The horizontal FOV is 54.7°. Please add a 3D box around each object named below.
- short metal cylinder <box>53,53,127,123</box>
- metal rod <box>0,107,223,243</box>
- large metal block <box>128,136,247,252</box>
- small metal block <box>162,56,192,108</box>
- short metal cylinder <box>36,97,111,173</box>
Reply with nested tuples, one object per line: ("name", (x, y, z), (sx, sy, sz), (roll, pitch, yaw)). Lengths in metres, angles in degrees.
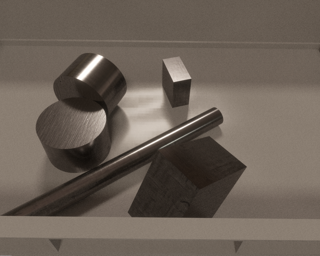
("short metal cylinder", (-0.092, -0.052, 0.412), (0.080, 0.080, 0.050), (18, 52, 14))
("metal rod", (-0.049, 0.046, 0.365), (0.302, 0.025, 0.025), (-27, 55, -21))
("large metal block", (0.026, 0.060, 0.301), (0.081, 0.079, 0.050), (-11, 44, -48))
("small metal block", (0.023, -0.066, 0.444), (0.025, 0.050, 0.050), (-13, 51, -11))
("short metal cylinder", (-0.104, 0.008, 0.381), (0.081, 0.050, 0.080), (0, 50, 0))
